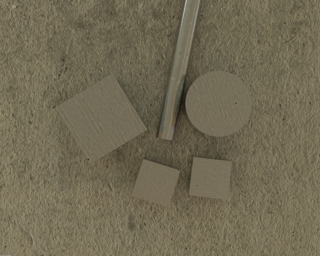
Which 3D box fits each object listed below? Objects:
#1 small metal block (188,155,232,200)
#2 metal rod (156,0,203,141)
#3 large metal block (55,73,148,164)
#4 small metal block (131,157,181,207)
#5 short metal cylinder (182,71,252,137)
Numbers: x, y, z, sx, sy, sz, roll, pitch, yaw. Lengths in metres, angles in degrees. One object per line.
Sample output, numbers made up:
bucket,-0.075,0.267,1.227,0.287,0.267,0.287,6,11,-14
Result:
small metal block,0.065,0.065,0.411,0.050,0.025,0.050,7,90,-1
metal rod,0.036,-0.132,0.410,0.025,0.025,0.298,12,90,-1
large metal block,-0.071,-0.011,0.397,0.080,0.050,0.080,-31,90,0
small metal block,-0.005,0.071,0.410,0.050,0.025,0.050,18,90,-1
short metal cylinder,0.071,-0.029,0.398,0.081,0.050,0.079,0,90,-1
